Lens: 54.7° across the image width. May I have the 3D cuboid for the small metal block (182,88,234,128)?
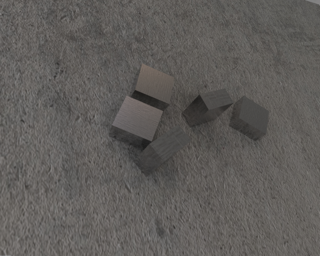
[{"bbox_3d":[0.068,-0.028,0.441,0.050,0.050,0.025,-16,71,-34],"label":"small metal block"}]

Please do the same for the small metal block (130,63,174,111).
[{"bbox_3d":[-0.011,-0.055,0.431,0.050,0.025,0.050,21,54,-16],"label":"small metal block"}]

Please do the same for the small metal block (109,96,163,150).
[{"bbox_3d":[-0.029,-0.006,0.387,0.050,0.025,0.050,23,53,-4],"label":"small metal block"}]

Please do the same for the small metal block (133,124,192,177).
[{"bbox_3d":[0.002,0.028,0.372,0.050,0.050,0.025,-33,81,-38],"label":"small metal block"}]

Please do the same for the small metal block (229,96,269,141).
[{"bbox_3d":[0.141,-0.015,0.489,0.050,0.025,0.050,30,52,-9],"label":"small metal block"}]
